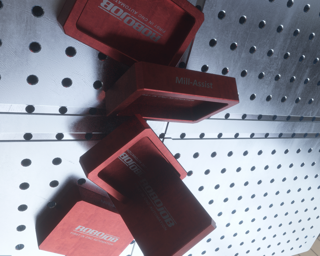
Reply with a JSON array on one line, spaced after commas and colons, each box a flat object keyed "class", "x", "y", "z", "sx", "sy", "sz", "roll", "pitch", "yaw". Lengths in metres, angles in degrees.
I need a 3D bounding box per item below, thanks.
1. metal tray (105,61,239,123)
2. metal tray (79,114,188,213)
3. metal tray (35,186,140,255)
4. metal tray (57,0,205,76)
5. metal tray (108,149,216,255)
[{"class": "metal tray", "x": 0.014, "y": -0.035, "z": 0.359, "sx": 0.131, "sy": 0.090, "sz": 0.030, "roll": 3, "pitch": 73, "yaw": -30}, {"class": "metal tray", "x": -0.028, "y": 0.051, "z": 0.397, "sx": 0.090, "sy": 0.030, "sz": 0.130, "roll": -39, "pitch": 138, "yaw": -1}, {"class": "metal tray", "x": -0.096, "y": 0.145, "z": 0.447, "sx": 0.090, "sy": 0.030, "sz": 0.130, "roll": -49, "pitch": 129, "yaw": 6}, {"class": "metal tray", "x": -0.026, "y": -0.113, "z": 0.324, "sx": 0.131, "sy": 0.030, "sz": 0.090, "roll": 22, "pitch": 107, "yaw": -37}, {"class": "metal tray", "x": -0.002, "y": 0.102, "z": 0.404, "sx": 0.090, "sy": 0.130, "sz": 0.030, "roll": -38, "pitch": 146, "yaw": -3}]
